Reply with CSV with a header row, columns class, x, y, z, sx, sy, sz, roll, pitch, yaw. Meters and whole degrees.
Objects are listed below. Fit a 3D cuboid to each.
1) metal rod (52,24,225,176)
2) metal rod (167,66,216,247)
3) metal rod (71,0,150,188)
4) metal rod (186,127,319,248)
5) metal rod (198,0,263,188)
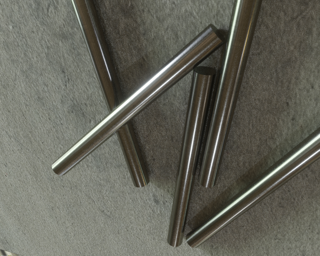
class,x,y,z,sx,sy,sz,roll,pitch,yaw
metal rod,-0.045,-0.018,0.389,0.299,0.025,0.025,-37,98,29
metal rod,0.037,0.060,0.423,0.025,0.025,0.298,18,126,17
metal rod,-0.063,-0.048,0.408,0.025,0.025,0.298,-1,118,28
metal rod,0.120,0.083,0.393,0.025,0.025,0.298,38,129,2
metal rod,0.076,-0.052,0.333,0.025,0.025,0.298,18,126,17
